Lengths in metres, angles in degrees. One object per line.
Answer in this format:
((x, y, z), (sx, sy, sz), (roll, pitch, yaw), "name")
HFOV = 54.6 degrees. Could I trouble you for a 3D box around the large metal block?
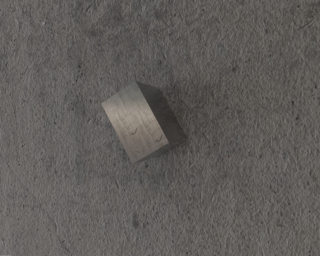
((-0.016, -0.007, 0.386), (0.050, 0.080, 0.080), (-31, 80, 17), "large metal block")
